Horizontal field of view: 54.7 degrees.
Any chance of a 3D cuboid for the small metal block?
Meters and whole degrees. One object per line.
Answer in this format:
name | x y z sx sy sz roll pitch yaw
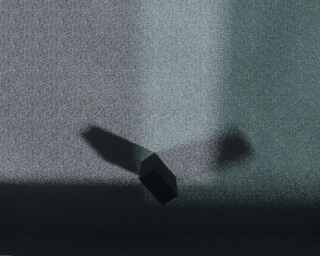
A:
small metal block | -0.002 0.069 0.423 0.025 0.050 0.050 -36 107 12
